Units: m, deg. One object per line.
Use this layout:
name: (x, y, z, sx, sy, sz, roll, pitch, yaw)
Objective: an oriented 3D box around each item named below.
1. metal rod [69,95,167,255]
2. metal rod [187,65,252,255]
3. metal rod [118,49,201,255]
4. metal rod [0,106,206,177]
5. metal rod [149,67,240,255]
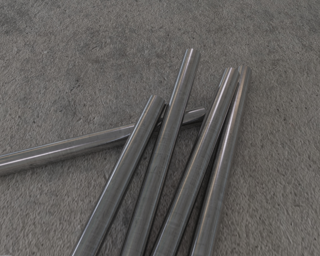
metal rod: (-0.055, 0.083, 0.314, 0.025, 0.025, 0.300, 16, 57, 13)
metal rod: (0.082, 0.023, 0.384, 0.025, 0.025, 0.300, 14, 51, 11)
metal rod: (0.006, 0.019, 0.361, 0.025, 0.025, 0.300, 12, 59, 10)
metal rod: (-0.084, 0.018, 0.386, 0.302, 0.025, 0.025, -14, 52, -12)
metal rod: (0.046, 0.036, 0.359, 0.025, 0.025, 0.300, 17, 56, 14)
